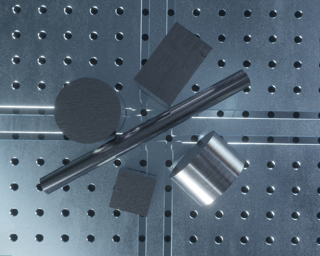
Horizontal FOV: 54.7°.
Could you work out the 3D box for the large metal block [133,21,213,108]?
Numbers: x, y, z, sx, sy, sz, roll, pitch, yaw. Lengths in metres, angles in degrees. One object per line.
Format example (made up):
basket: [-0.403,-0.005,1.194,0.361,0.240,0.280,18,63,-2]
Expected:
large metal block: [0.015,-0.072,0.383,0.050,0.080,0.080,36,90,0]

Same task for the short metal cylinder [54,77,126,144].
short metal cylinder: [-0.087,-0.021,0.396,0.081,0.050,0.079,0,90,0]

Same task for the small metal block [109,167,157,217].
small metal block: [-0.035,0.084,0.410,0.050,0.025,0.050,15,90,0]

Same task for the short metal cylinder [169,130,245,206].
short metal cylinder: [0.057,0.049,0.383,0.050,0.080,0.080,44,90,-1]

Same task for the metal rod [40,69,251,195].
metal rod: [-0.019,0.005,0.410,0.301,0.025,0.025,-28,90,0]
